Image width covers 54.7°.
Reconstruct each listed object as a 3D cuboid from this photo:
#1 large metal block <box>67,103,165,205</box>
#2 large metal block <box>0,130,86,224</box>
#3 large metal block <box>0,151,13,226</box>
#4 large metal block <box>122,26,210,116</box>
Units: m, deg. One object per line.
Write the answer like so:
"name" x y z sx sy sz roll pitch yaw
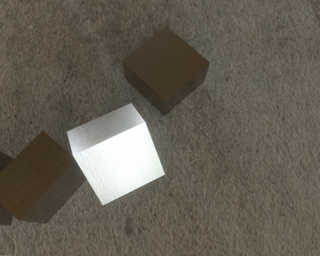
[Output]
"large metal block" -0.050 0.030 0.360 0.080 0.080 0.050 -25 35 -9
"large metal block" -0.132 0.060 0.355 0.050 0.080 0.080 38 74 12
"large metal block" -0.207 0.068 0.351 0.050 0.080 0.080 -2 70 -1
"large metal block" 0.008 -0.077 0.423 0.080 0.050 0.080 -42 76 -14
